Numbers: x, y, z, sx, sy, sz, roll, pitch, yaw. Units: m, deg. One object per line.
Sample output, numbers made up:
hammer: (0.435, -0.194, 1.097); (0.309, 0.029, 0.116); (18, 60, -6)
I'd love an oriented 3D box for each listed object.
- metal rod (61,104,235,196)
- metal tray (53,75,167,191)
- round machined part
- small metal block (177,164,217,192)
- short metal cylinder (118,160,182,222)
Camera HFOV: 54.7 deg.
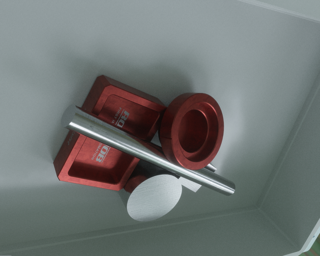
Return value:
metal rod: (0.010, 0.043, 0.403); (0.301, 0.025, 0.025); (29, 102, -40)
metal tray: (-0.060, 0.011, 0.378); (0.091, 0.030, 0.129); (20, 108, -36)
round machined part: (0.036, 0.003, 0.403); (0.099, 0.042, 0.097); (-7, 101, -41)
small metal block: (0.051, 0.065, 0.476); (0.050, 0.025, 0.050); (-49, 129, 6)
short metal cylinder: (-0.017, 0.083, 0.433); (0.081, 0.050, 0.079); (-14, 125, -21)
